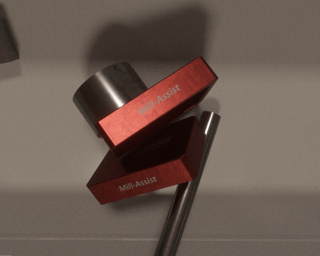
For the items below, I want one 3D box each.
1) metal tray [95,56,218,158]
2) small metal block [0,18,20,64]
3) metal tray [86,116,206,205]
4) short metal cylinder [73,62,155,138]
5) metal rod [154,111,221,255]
[{"bbox_3d":[-0.004,-0.019,0.346,0.131,0.090,0.030,-34,83,-10],"label":"metal tray"},{"bbox_3d":[-0.207,-0.101,0.371,0.050,0.025,0.050,-12,110,4],"label":"small metal block"},{"bbox_3d":[-0.014,0.038,0.371,0.130,0.090,0.030,-20,113,25],"label":"metal tray"},{"bbox_3d":[-0.053,-0.032,0.362,0.080,0.080,0.050,-37,83,12],"label":"short metal cylinder"},{"bbox_3d":[0.018,0.120,0.380,0.025,0.025,0.299,22,79,-8],"label":"metal rod"}]
